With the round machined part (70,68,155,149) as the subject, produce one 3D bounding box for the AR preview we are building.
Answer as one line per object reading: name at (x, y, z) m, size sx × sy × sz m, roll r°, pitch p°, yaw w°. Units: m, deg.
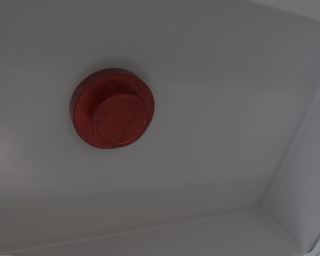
round machined part at (-0.051, -0.016, 0.360) m, size 0.099 × 0.042 × 0.097 m, roll -14°, pitch 124°, yaw -21°
